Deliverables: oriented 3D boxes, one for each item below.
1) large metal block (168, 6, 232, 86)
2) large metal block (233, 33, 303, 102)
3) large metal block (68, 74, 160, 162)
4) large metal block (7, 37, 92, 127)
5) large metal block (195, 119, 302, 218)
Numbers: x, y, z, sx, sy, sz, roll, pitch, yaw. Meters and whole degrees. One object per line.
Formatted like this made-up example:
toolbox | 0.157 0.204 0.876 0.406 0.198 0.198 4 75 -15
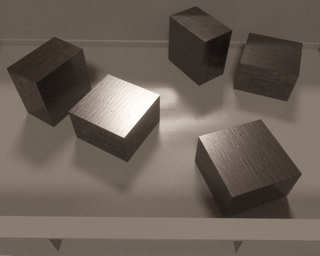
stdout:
large metal block | 0.058 -0.126 0.476 0.050 0.080 0.080 -28 56 -22
large metal block | 0.164 -0.094 0.470 0.080 0.050 0.080 16 52 12
large metal block | -0.055 -0.015 0.401 0.080 0.050 0.080 24 54 18
large metal block | -0.144 -0.062 0.420 0.050 0.080 0.080 26 55 20
large metal block | 0.095 0.044 0.353 0.081 0.050 0.080 -15 52 -13
